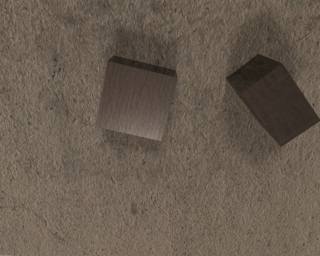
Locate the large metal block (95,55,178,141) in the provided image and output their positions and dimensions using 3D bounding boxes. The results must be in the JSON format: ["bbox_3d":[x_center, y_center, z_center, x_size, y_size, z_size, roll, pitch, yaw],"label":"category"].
[{"bbox_3d":[-0.028,-0.038,0.382,0.081,0.050,0.079,13,110,-5],"label":"large metal block"}]

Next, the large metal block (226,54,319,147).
[{"bbox_3d":[0.130,-0.036,0.369,0.050,0.080,0.080,-37,106,12],"label":"large metal block"}]
